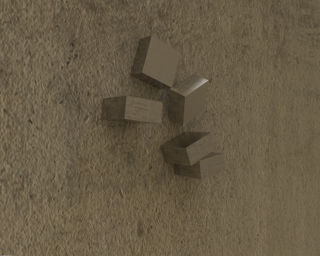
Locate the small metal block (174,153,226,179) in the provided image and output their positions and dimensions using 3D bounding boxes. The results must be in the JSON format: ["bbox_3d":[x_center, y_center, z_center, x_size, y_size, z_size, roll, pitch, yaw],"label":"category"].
[{"bbox_3d":[0.055,0.051,0.434,0.050,0.050,0.025,-10,97,-40],"label":"small metal block"}]

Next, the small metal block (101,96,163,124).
[{"bbox_3d":[-0.033,-0.020,0.360,0.050,0.050,0.025,7,86,-40],"label":"small metal block"}]

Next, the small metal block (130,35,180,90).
[{"bbox_3d":[-0.005,-0.083,0.400,0.050,0.025,0.050,22,76,-38],"label":"small metal block"}]

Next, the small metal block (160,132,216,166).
[{"bbox_3d":[0.037,0.027,0.419,0.050,0.050,0.025,-28,108,-37],"label":"small metal block"}]

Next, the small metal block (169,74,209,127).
[{"bbox_3d":[0.039,-0.038,0.423,0.050,0.025,0.050,-36,143,-34],"label":"small metal block"}]
